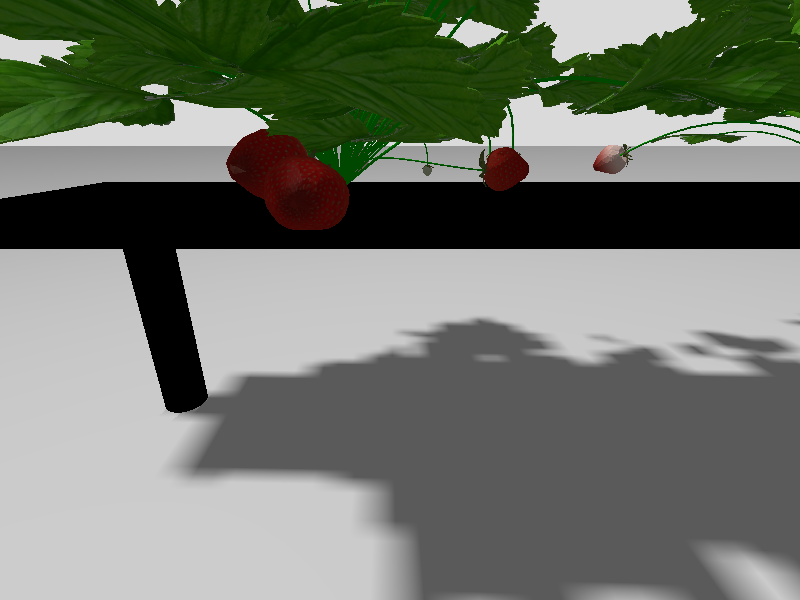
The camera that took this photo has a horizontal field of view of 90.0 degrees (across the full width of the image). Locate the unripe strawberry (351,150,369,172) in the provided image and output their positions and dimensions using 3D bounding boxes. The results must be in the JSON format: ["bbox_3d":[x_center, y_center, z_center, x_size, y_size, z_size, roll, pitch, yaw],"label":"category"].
[{"bbox_3d":[-0.051,-0.171,0.492,0.026,0.028,0.029,0,19,-1],"label":"unripe strawberry"}]

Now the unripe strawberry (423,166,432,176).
[{"bbox_3d":[0.030,-0.141,0.438,0.011,0.010,0.010,16,27,33],"label":"unripe strawberry"}]

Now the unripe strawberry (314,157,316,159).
[{"bbox_3d":[-0.115,-0.175,0.508,0.018,0.021,0.020,-8,-32,-18],"label":"unripe strawberry"}]

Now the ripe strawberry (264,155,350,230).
[{"bbox_3d":[-0.042,-0.047,0.178,0.038,0.033,0.038,-1,23,-2],"label":"ripe strawberry"}]

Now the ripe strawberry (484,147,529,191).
[{"bbox_3d":[0.084,-0.102,0.313,0.034,0.033,0.037,4,23,8],"label":"ripe strawberry"}]

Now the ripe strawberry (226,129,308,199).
[{"bbox_3d":[-0.086,-0.086,0.257,0.051,0.045,0.046,10,25,22],"label":"ripe strawberry"}]

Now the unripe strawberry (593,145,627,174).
[{"bbox_3d":[0.242,-0.162,0.464,0.034,0.033,0.032,-13,8,46],"label":"unripe strawberry"}]

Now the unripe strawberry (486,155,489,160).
[{"bbox_3d":[0.100,-0.155,0.442,0.010,0.010,0.009,-17,28,-35],"label":"unripe strawberry"}]
